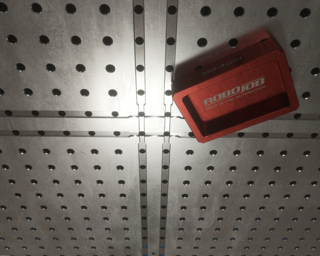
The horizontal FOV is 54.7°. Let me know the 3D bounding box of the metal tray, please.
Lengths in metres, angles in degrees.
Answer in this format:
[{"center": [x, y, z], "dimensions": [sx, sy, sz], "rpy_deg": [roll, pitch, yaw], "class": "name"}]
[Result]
[{"center": [0.090, -0.040, 0.375], "dimensions": [0.130, 0.030, 0.090], "rpy_deg": [-21, 127, 17], "class": "metal tray"}]
